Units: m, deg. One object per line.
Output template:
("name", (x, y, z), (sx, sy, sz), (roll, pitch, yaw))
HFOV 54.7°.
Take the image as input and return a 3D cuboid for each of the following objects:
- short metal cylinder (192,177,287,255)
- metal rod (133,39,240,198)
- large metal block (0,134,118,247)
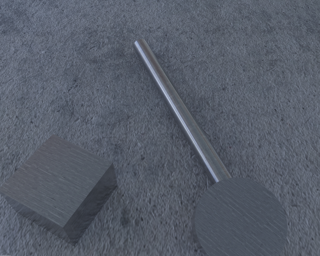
("short metal cylinder", (0.072, 0.092, 0.296), (0.080, 0.050, 0.080), (-1, 69, 2))
("metal rod", (0.023, -0.032, 0.429), (0.025, 0.025, 0.300), (-17, 52, -14))
("large metal block", (-0.104, 0.064, 0.332), (0.080, 0.050, 0.080), (23, 53, 17))
